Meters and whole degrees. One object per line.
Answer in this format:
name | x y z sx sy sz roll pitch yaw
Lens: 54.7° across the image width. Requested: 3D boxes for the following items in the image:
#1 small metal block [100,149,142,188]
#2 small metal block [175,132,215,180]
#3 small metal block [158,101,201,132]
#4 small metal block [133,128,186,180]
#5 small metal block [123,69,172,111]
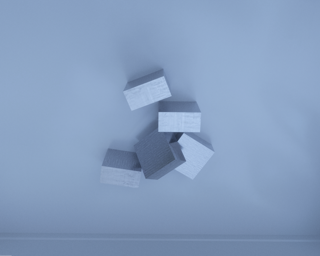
small metal block | -0.050 0.053 0.417 0.050 0.050 0.025 9 112 -3
small metal block | 0.038 0.034 0.424 0.050 0.025 0.050 32 107 -11
small metal block | 0.023 -0.015 0.392 0.050 0.050 0.025 1 110 -1
small metal block | -0.001 0.033 0.403 0.050 0.050 0.025 -37 150 25
small metal block | -0.014 -0.048 0.380 0.050 0.050 0.025 -20 109 7
